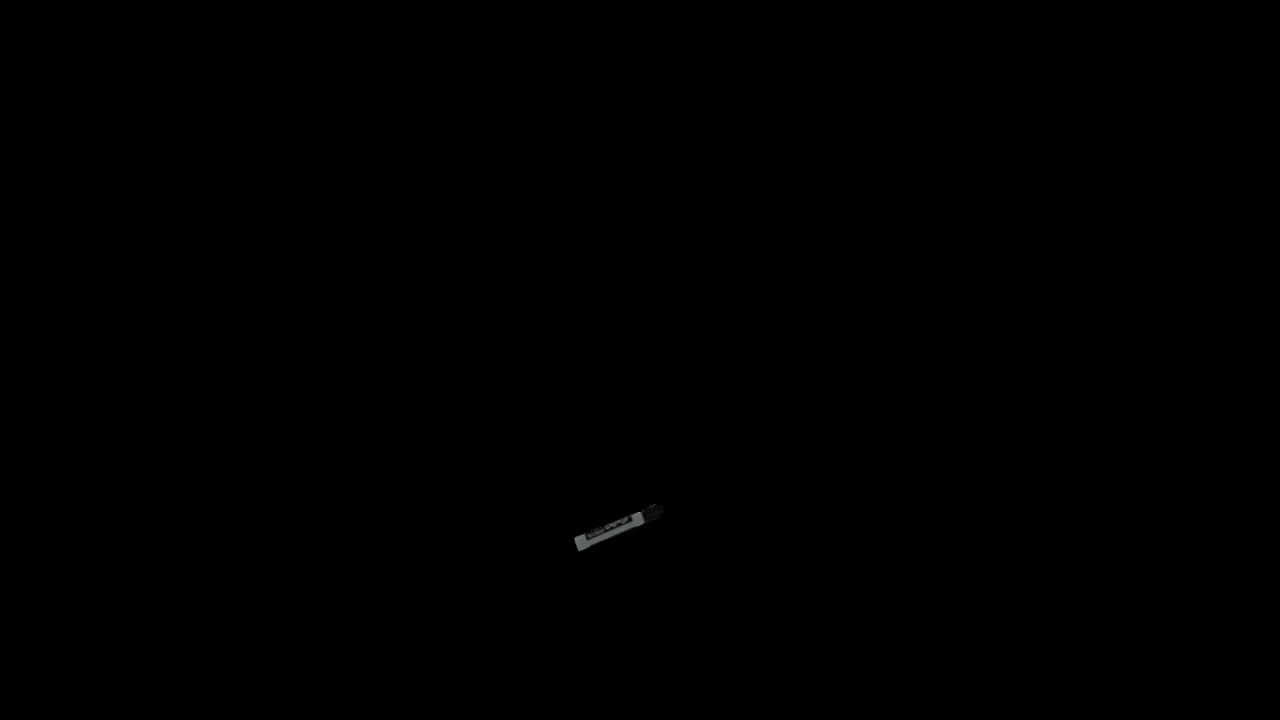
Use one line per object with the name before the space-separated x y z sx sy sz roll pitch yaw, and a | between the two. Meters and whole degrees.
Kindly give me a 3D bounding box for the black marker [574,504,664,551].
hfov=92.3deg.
black marker | -0.026 0.217 0.801 0.121 0.020 0.020 -21 2 -4
